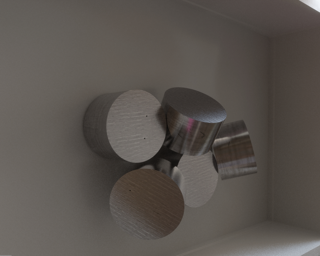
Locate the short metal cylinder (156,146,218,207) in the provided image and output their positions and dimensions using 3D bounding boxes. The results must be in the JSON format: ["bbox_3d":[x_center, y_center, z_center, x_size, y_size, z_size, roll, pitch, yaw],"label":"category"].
[{"bbox_3d":[0.033,0.062,0.418,0.081,0.050,0.079,0,90,-40],"label":"short metal cylinder"}]

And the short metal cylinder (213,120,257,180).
[{"bbox_3d":[0.106,0.032,0.453,0.080,0.050,0.080,-15,91,-81],"label":"short metal cylinder"}]

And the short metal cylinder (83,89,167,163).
[{"bbox_3d":[-0.039,-0.002,0.356,0.081,0.050,0.079,0,90,-40],"label":"short metal cylinder"}]

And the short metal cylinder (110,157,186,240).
[{"bbox_3d":[-0.011,0.078,0.353,0.050,0.080,0.079,-51,133,-79],"label":"short metal cylinder"}]

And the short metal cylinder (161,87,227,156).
[{"bbox_3d":[0.036,-0.010,0.392,0.081,0.080,0.050,-11,133,-40],"label":"short metal cylinder"}]
